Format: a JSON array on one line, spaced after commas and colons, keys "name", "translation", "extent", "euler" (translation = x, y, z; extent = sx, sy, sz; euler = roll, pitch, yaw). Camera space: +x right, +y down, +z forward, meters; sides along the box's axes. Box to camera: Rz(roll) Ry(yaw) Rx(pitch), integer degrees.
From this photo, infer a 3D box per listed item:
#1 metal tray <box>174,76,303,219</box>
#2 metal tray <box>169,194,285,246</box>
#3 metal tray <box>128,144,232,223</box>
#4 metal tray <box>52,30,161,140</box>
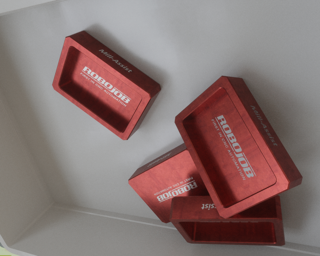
[{"name": "metal tray", "translation": [0.077, 0.020, 0.336], "extent": [0.090, 0.030, 0.130], "euler": [-42, 64, 39]}, {"name": "metal tray", "translation": [0.088, 0.120, 0.397], "extent": [0.130, 0.030, 0.090], "euler": [-6, 140, 20]}, {"name": "metal tray", "translation": [0.027, 0.079, 0.440], "extent": [0.130, 0.030, 0.090], "euler": [-33, 100, 38]}, {"name": "metal tray", "translation": [-0.074, -0.054, 0.410], "extent": [0.130, 0.030, 0.089], "euler": [36, 129, 4]}]
